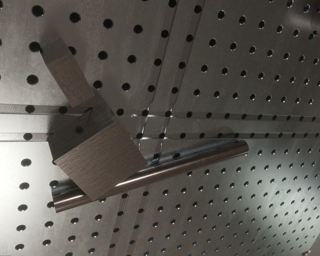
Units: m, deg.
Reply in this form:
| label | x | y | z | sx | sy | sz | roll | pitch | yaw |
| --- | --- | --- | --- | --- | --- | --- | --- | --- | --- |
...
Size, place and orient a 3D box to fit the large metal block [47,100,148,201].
| label | x | y | z | sx | sy | sz | roll | pitch | yaw |
| --- | --- | --- | --- | --- | --- | --- | --- | --- | --- |
| large metal block | -0.074 | 0.028 | 0.373 | 0.080 | 0.050 | 0.080 | -34 | 129 | -6 |

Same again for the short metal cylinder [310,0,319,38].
| label | x | y | z | sx | sy | sz | roll | pitch | yaw |
| --- | --- | --- | --- | --- | --- | --- | --- | --- | --- |
| short metal cylinder | 0.267 | -0.162 | 0.443 | 0.081 | 0.050 | 0.079 | -14 | 125 | -21 |

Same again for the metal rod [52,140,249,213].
| label | x | y | z | sx | sy | sz | roll | pitch | yaw |
| --- | --- | --- | --- | --- | --- | --- | --- | --- | --- |
| metal rod | 0.001 | 0.064 | 0.453 | 0.302 | 0.025 | 0.025 | -14 | 124 | -21 |

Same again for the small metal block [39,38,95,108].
| label | x | y | z | sx | sy | sz | roll | pitch | yaw |
| --- | --- | --- | --- | --- | --- | --- | --- | --- | --- |
| small metal block | -0.093 | -0.056 | 0.310 | 0.025 | 0.050 | 0.050 | -30 | 129 | -10 |
